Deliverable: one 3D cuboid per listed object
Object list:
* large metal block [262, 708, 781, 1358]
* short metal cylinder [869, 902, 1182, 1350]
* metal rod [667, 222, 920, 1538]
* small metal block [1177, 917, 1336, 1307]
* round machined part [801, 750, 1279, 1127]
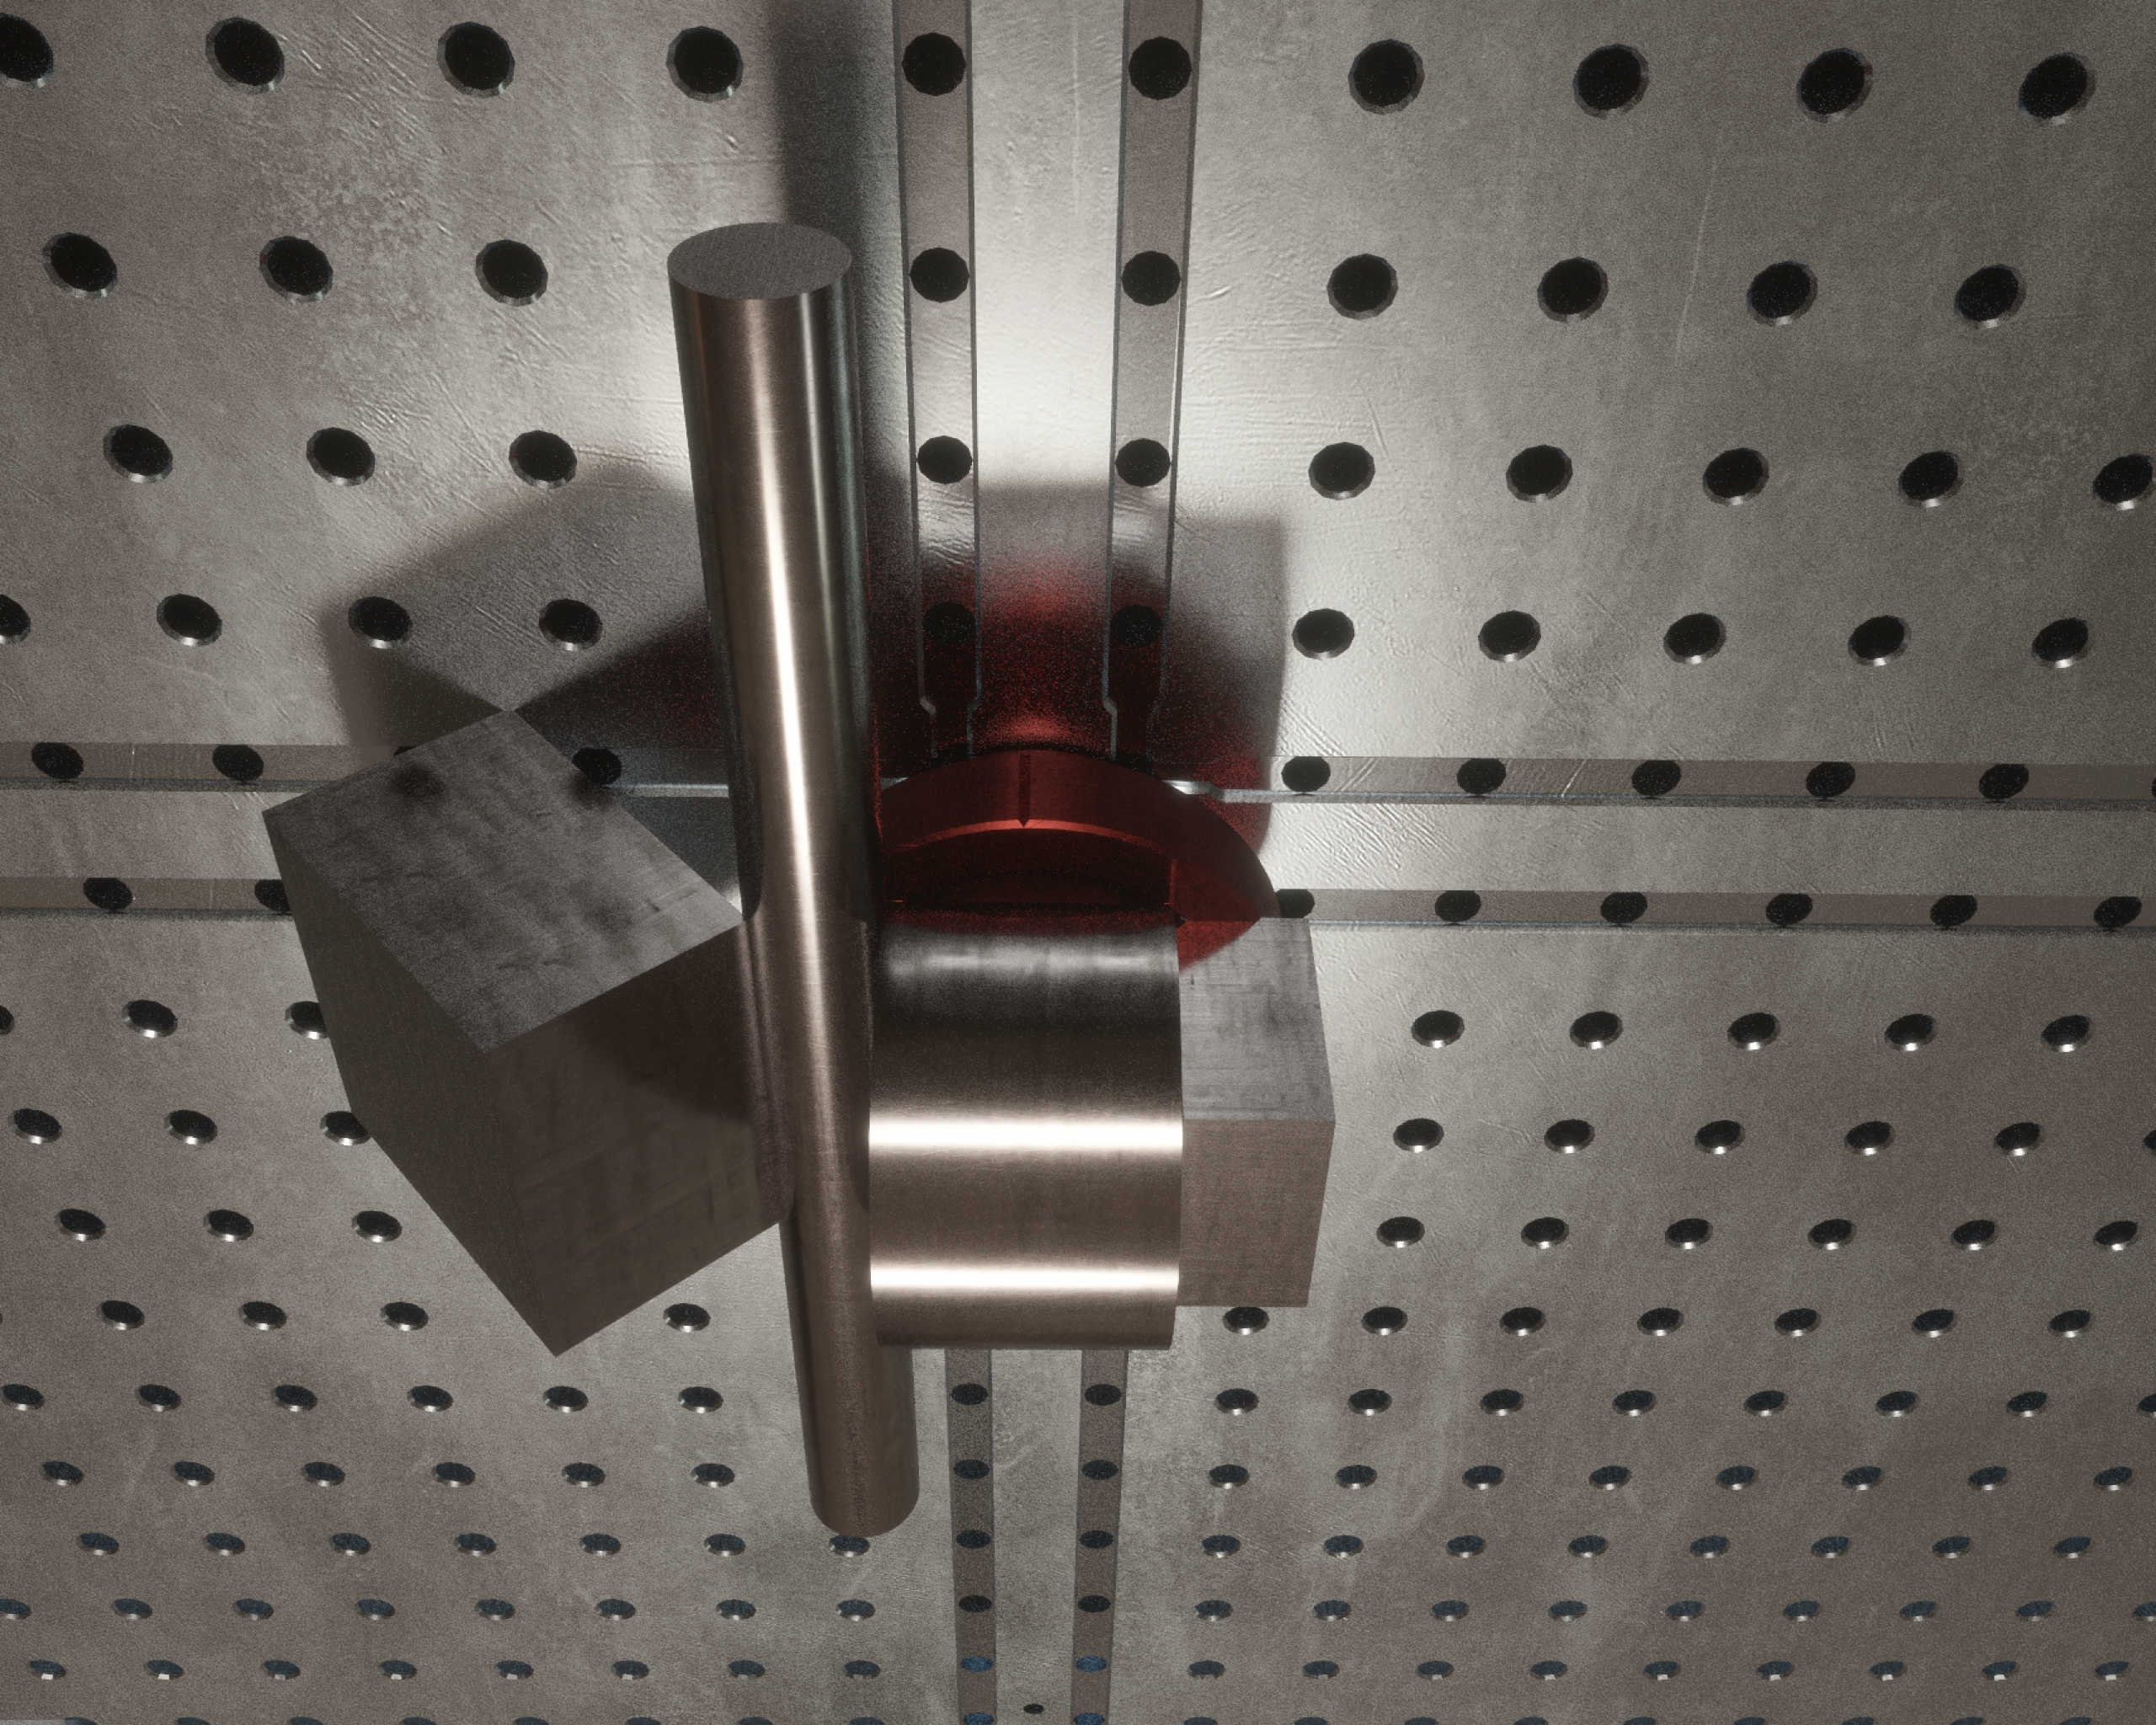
[{"bbox_3d":[-0.103,0.031,0.392,0.050,0.080,0.079,-29,139,-31],"label":"large metal block"},{"bbox_3d":[-0.009,0.047,0.376,0.050,0.080,0.079,1,130,-1],"label":"short metal cylinder"},{"bbox_3d":[-0.046,0.031,0.383,0.025,0.025,0.298,0,130,-1],"label":"metal rod"},{"bbox_3d":[0.029,0.045,0.379,0.025,0.050,0.050,1,130,-1],"label":"small metal block"},{"bbox_3d":[-0.009,0.016,0.413,0.099,0.042,0.097,-1,130,0],"label":"round machined part"}]
